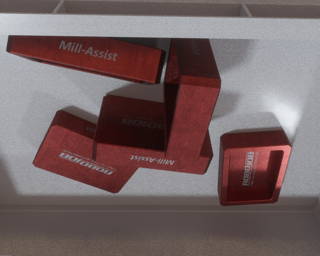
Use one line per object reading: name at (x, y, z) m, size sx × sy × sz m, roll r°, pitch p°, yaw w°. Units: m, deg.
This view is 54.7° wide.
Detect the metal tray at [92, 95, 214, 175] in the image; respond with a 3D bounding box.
metal tray at (-0.008, 0.006, 0.371) m, size 0.131 × 0.090 × 0.030 m, roll 8°, pitch 130°, yaw -7°

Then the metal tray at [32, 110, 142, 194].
metal tray at (-0.099, 0.038, 0.437) m, size 0.131 × 0.030 × 0.089 m, roll 24°, pitch 126°, yaw -20°

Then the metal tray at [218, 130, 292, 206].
metal tray at (0.135, 0.064, 0.462) m, size 0.091 × 0.030 × 0.129 m, roll -4°, pitch 130°, yaw 3°

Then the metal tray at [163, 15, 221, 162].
metal tray at (0.025, -0.043, 0.304) m, size 0.030 × 0.130 × 0.089 m, roll 6°, pitch 130°, yaw -5°

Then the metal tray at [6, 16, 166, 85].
metal tray at (-0.066, -0.070, 0.304) m, size 0.131 × 0.090 × 0.030 m, roll 11°, pitch 95°, yaw -10°
